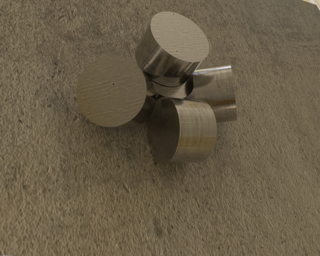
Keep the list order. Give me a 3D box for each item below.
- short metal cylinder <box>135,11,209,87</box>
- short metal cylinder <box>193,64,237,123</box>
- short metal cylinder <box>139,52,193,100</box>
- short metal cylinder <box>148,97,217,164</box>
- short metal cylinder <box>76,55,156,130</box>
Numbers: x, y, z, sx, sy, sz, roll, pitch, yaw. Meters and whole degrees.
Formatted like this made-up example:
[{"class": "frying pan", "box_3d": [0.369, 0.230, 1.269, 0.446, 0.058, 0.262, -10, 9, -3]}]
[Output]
[{"class": "short metal cylinder", "box_3d": [0.015, -0.100, 0.395, 0.081, 0.050, 0.080, 14, 56, -21]}, {"class": "short metal cylinder", "box_3d": [0.078, -0.047, 0.435, 0.050, 0.080, 0.080, -7, 58, 12]}, {"class": "short metal cylinder", "box_3d": [0.000, -0.060, 0.428, 0.081, 0.050, 0.080, 14, 56, -21]}, {"class": "short metal cylinder", "box_3d": [0.025, 0.003, 0.382, 0.050, 0.080, 0.080, 2, 61, -28]}, {"class": "short metal cylinder", "box_3d": [-0.049, -0.039, 0.362, 0.080, 0.050, 0.080, -1, 85, 10]}]
